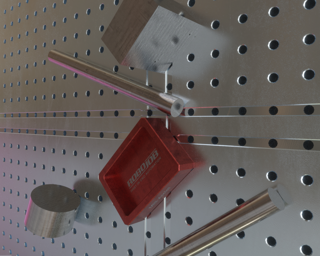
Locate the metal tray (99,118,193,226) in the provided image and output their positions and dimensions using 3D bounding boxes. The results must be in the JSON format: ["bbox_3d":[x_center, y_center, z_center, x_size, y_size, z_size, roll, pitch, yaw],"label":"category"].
[{"bbox_3d":[-0.025,0.060,0.426,0.129,0.030,0.090,-51,60,27],"label":"metal tray"}]

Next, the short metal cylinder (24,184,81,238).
[{"bbox_3d":[-0.181,0.138,0.523,0.080,0.081,0.050,32,110,35],"label":"short metal cylinder"}]

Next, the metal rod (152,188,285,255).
[{"bbox_3d":[0.023,0.157,0.390,0.299,0.025,0.025,-42,65,31],"label":"metal rod"}]

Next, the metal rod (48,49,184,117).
[{"bbox_3d":[-0.086,-0.079,0.480,0.300,0.025,0.025,26,107,37],"label":"metal rod"}]

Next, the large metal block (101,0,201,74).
[{"bbox_3d":[-0.011,-0.119,0.383,0.080,0.081,0.050,-51,60,28],"label":"large metal block"}]
